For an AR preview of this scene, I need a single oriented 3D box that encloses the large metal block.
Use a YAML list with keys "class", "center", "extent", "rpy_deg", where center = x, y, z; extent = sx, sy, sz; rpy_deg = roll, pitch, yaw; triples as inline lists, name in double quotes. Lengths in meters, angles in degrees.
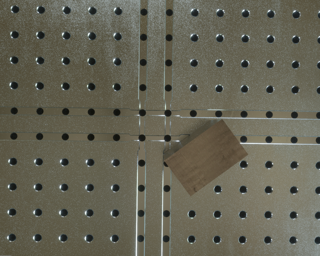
- class: "large metal block"
  center: [0.052, 0.033, 0.387]
  extent: [0.080, 0.080, 0.050]
  rpy_deg: [-36, 90, 0]
